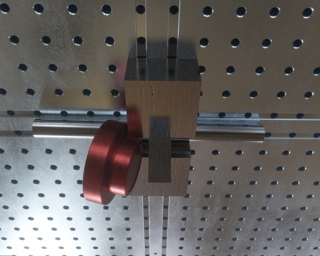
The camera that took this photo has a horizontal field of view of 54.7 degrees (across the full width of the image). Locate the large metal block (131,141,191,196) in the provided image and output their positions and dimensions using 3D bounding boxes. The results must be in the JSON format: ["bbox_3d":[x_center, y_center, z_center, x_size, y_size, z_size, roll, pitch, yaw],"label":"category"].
[{"bbox_3d":[-0.001,0.052,0.440,0.081,0.050,0.079,1,130,-1],"label":"large metal block"}]

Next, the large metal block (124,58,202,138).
[{"bbox_3d":[0.003,-0.035,0.366,0.081,0.050,0.079,0,130,-1],"label":"large metal block"}]

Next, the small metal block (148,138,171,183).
[{"bbox_3d":[0.000,0.037,0.369,0.025,0.050,0.050,1,86,-1],"label":"small metal block"}]

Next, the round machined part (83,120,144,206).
[{"bbox_3d":[-0.049,0.042,0.361,0.042,0.098,0.097,13,131,8],"label":"round machined part"}]

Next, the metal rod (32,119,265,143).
[{"bbox_3d":[-0.013,0.004,0.415,0.302,0.025,0.025,1,130,-2],"label":"metal rod"}]
